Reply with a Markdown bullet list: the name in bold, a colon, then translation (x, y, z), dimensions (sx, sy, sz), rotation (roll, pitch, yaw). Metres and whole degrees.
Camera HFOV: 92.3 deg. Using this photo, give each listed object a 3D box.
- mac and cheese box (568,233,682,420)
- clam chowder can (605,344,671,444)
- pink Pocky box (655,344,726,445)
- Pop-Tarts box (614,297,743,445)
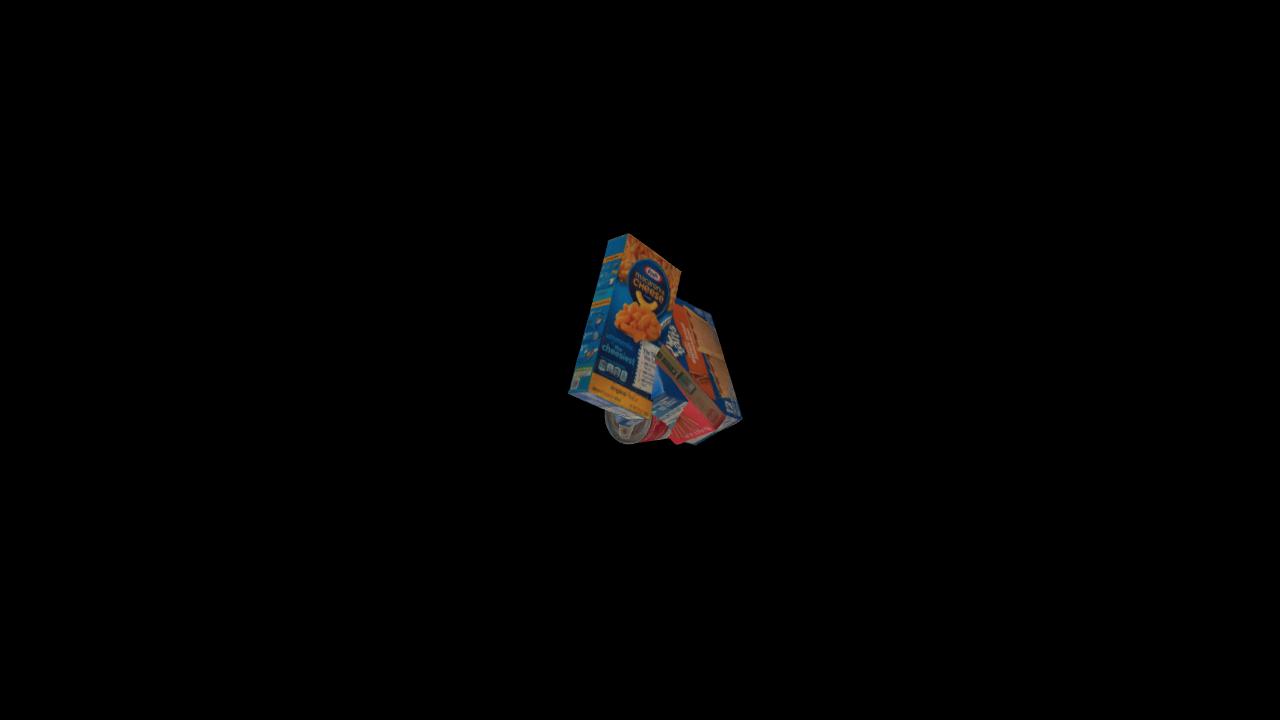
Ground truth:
- **mac and cheese box**: translation (-0.012, -0.035, 0.671), dimensions (0.093, 0.184, 0.041), rotation (28, -24, -38)
- **clam chowder can**: translation (0.015, 0.065, 0.745), dimensions (0.068, 0.068, 0.102), rotation (0, -2, 36)
- **pink Pocky box**: translation (0.021, 0.027, 0.713), dimensions (0.029, 0.155, 0.084), rotation (-46, 8, -36)
- **Pop-Tarts box**: translation (0.034, 0.004, 0.761), dimensions (0.141, 0.167, 0.083), rotation (21, -46, -39)
